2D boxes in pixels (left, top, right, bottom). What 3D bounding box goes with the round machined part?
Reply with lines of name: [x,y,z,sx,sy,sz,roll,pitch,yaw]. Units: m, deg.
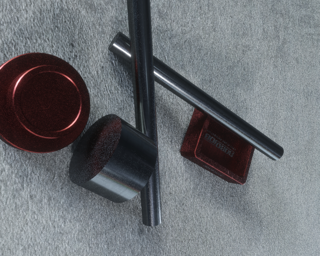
round machined part: [-0.112,-0.024,0.300,0.099,0.042,0.097,0,90,-40]

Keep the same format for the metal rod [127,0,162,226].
metal rod: [-0.017,-0.025,0.363,0.025,0.025,0.298,-14,107,-39]

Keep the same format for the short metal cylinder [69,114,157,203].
short metal cylinder: [-0.050,0.032,0.327,0.050,0.080,0.080,37,67,-34]

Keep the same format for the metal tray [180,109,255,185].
metal tray: [0.096,0.025,0.481,0.130,0.030,0.090,32,70,-36]

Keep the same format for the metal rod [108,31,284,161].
metal rod: [0.064,-0.031,0.422,0.301,0.025,0.025,31,70,-24]
